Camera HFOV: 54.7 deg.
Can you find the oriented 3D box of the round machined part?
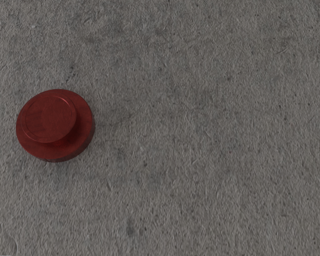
[{"bbox_3d":[-0.137,-0.007,0.401,0.099,0.042,0.098,0,70,0],"label":"round machined part"}]
